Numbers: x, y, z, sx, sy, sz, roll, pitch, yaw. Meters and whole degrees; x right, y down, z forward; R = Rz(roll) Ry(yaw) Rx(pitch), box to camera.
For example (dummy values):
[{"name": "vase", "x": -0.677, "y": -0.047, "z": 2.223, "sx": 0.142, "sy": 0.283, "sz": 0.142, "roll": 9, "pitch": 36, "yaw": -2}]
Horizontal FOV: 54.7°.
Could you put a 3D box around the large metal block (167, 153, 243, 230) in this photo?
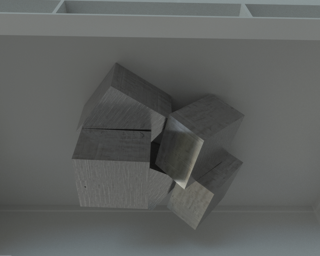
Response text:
[{"name": "large metal block", "x": 0.062, "y": 0.080, "z": 0.431, "sx": 0.050, "sy": 0.081, "sz": 0.079, "roll": 35, "pitch": 133, "yaw": 22}]

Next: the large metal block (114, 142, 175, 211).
[{"name": "large metal block", "x": -0.026, "y": 0.065, "z": 0.442, "sx": 0.080, "sy": 0.050, "sz": 0.080, "roll": 24, "pitch": 126, "yaw": -19}]

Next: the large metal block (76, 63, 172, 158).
[{"name": "large metal block", "x": -0.042, "y": -0.017, "z": 0.376, "sx": 0.080, "sy": 0.050, "sz": 0.080, "roll": 29, "pitch": 124, "yaw": -23}]

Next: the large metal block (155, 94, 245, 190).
[{"name": "large metal block", "x": 0.047, "y": 0.015, "z": 0.376, "sx": 0.081, "sy": 0.050, "sz": 0.079, "roll": -27, "pitch": 145, "yaw": -40}]

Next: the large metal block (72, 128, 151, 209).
[{"name": "large metal block", "x": -0.052, "y": 0.049, "z": 0.364, "sx": 0.081, "sy": 0.050, "sz": 0.079, "roll": 3, "pitch": 129, "yaw": -1}]
